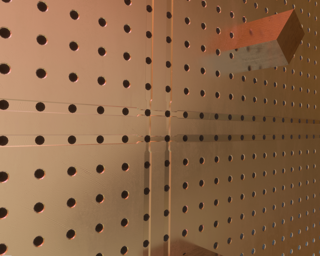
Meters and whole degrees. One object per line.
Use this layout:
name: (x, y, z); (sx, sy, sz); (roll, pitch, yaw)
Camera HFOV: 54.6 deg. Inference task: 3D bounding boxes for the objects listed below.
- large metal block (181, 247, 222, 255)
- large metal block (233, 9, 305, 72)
large metal block: (0.050, 0.225, 0.434); (0.081, 0.050, 0.080); (-4, 93, -40)
large metal block: (0.185, -0.147, 0.526); (0.050, 0.080, 0.080); (50, 61, -29)
